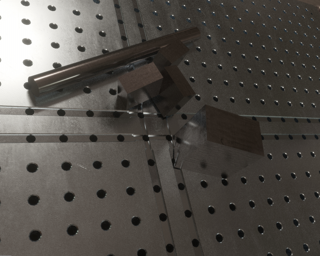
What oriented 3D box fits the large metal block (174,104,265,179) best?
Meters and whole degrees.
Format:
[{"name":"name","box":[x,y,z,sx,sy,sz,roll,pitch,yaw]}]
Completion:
[{"name":"large metal block","box":[0.073,0.022,0.401,0.081,0.080,0.050,16,56,-20]}]

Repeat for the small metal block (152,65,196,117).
[{"name":"small metal block","box":[0.014,-0.051,0.431,0.025,0.050,0.050,-19,72,-44]}]

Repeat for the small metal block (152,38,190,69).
[{"name":"small metal block","box":[0.011,-0.099,0.460,0.025,0.050,0.050,44,51,2]}]

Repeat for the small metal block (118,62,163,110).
[{"name":"small metal block","box":[-0.027,-0.054,0.403,0.050,0.050,0.025,-27,76,-16]}]

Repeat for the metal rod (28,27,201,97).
[{"name":"metal rod","box":[-0.043,-0.107,0.451,0.302,0.025,0.025,-30,78,-38]}]
